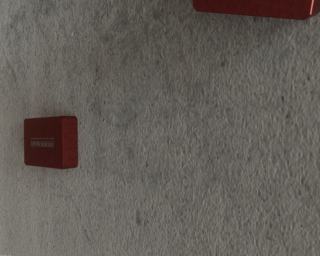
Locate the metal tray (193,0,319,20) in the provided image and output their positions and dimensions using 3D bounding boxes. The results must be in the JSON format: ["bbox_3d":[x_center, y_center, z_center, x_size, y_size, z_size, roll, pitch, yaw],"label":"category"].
[{"bbox_3d":[0.093,-0.159,0.302,0.130,0.030,0.089,22,128,37],"label":"metal tray"}]

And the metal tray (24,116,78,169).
[{"bbox_3d":[-0.201,0.025,0.564,0.130,0.030,0.089,-2,89,39],"label":"metal tray"}]
